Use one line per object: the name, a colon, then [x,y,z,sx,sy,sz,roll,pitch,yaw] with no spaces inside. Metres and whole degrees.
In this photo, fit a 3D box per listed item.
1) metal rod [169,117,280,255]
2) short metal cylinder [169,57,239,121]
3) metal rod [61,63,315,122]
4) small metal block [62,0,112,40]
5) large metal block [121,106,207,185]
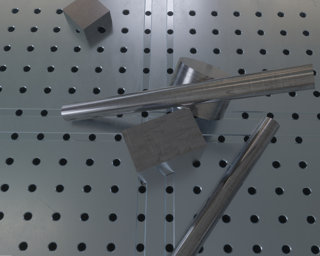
metal rod: [0.059,0.106,0.373,0.025,0.025,0.300,35,73,12]
short metal cylinder: [0.053,-0.051,0.395,0.080,0.080,0.050,25,113,9]
metal rod: [0.010,-0.035,0.358,0.300,0.025,0.025,-6,68,25]
small metal block: [-0.110,-0.172,0.474,0.050,0.025,0.050,-42,75,-14]
large metal block: [0.004,0.024,0.374,0.080,0.080,0.050,-21,72,-7]
